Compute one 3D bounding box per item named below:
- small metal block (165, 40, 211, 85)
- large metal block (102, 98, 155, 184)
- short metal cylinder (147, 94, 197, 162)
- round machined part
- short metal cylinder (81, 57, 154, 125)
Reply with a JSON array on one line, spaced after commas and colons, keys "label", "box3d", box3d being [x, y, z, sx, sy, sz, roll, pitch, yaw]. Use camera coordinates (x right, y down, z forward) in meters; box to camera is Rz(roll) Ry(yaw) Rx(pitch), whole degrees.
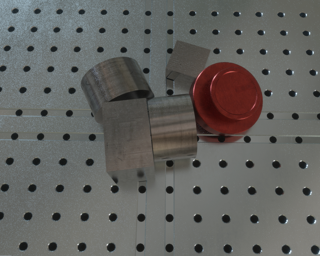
[{"label": "small metal block", "box3d": [0.040, -0.093, 0.446, 0.050, 0.025, 0.050, 19, 71, 6]}, {"label": "large metal block", "box3d": [-0.036, 0.019, 0.375, 0.050, 0.080, 0.080, -7, 70, -2]}, {"label": "short metal cylinder", "box3d": [0.014, 0.000, 0.383, 0.050, 0.080, 0.080, -6, 70, -2]}, {"label": "round machined part", "box3d": [0.091, -0.041, 0.405, 0.099, 0.042, 0.098, 2, 80, -12]}, {"label": "short metal cylinder", "box3d": [-0.054, -0.046, 0.399, 0.080, 0.080, 0.050, -24, 72, -8]}]
